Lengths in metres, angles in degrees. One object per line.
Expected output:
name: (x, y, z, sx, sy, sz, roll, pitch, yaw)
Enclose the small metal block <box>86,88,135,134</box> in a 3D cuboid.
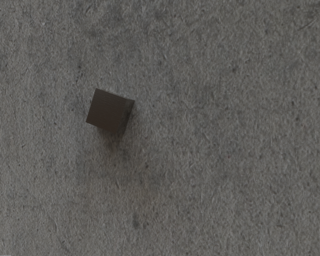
small metal block: (-0.070, -0.023, 0.434, 0.050, 0.025, 0.050, 20, 97, 19)
